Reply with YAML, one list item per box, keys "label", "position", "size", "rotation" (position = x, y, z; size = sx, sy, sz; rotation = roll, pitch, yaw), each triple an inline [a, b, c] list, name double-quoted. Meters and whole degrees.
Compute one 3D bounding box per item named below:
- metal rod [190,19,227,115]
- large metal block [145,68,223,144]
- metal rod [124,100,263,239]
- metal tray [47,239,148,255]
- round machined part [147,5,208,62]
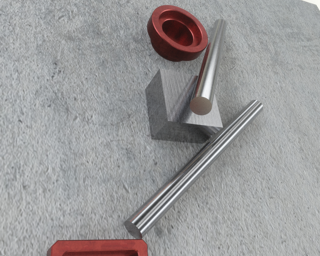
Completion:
- label: "metal rod"
  position: [0.080, -0.110, 0.469]
  size: [0.025, 0.025, 0.301]
  rotation: [32, 37, -8]
- label: "large metal block"
  position: [0.030, -0.028, 0.423]
  size: [0.081, 0.050, 0.080]
  rotation: [6, 59, -25]
- label: "metal rod"
  position: [0.065, 0.036, 0.418]
  size: [0.025, 0.025, 0.302]
  rotation: [48, 51, 5]
- label: "metal tray"
  position: [-0.054, 0.167, 0.269]
  size: [0.091, 0.030, 0.130]
  rotation: [9, 58, -24]
- label: "round machined part"
  position: [0.024, -0.146, 0.497]
  size: [0.099, 0.042, 0.098]
  rotation: [14, 56, -21]
